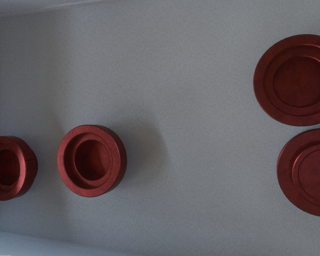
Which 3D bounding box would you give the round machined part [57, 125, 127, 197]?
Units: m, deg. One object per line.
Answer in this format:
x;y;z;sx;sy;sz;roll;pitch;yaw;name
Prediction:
-0.090;0.044;0.433;0.098;0.042;0.097;0;90;20;round machined part

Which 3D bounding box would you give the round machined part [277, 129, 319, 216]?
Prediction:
0.180;0.049;0.338;0.098;0.042;0.097;0;90;20;round machined part

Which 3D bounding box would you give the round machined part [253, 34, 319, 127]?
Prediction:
0.156;-0.050;0.346;0.098;0.042;0.097;0;90;20;round machined part

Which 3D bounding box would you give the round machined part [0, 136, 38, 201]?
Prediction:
-0.232;0.061;0.484;0.098;0.042;0.097;0;90;20;round machined part
